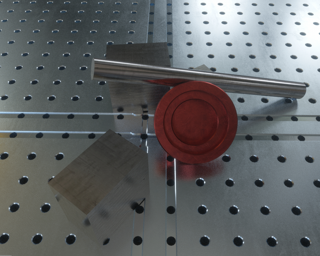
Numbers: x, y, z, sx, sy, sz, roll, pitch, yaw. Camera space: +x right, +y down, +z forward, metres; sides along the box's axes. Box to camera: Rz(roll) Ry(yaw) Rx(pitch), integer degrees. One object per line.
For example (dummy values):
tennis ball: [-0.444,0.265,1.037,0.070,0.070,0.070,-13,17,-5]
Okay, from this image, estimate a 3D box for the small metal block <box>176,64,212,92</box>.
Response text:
small metal block: [0.048,-0.055,0.438,0.050,0.050,0.025,-26,55,-21]

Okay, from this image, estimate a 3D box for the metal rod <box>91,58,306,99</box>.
metal rod: [0.065,-0.061,0.402,0.302,0.025,0.025,2,48,-21]

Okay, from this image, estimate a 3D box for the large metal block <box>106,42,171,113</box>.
large metal block: [-0.029,-0.069,0.429,0.081,0.080,0.050,-4,50,-3]

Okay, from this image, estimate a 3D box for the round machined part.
round machined part: [0.041,-0.008,0.381,0.099,0.042,0.097,0,95,-4]

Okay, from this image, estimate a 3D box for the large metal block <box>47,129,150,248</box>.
large metal block: [-0.056,0.062,0.319,0.050,0.080,0.080,31,57,23]
